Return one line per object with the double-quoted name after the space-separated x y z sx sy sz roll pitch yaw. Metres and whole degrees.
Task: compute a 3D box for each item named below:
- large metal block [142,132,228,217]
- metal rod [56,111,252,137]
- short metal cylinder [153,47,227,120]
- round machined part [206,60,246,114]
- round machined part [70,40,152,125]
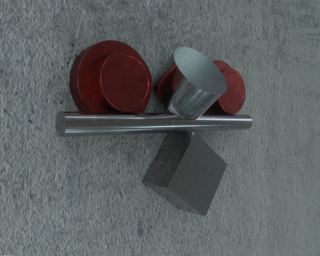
0.036 0.060 0.417 0.080 0.050 0.080 43 64 -32 "large metal block"
0.020 -0.007 0.395 0.302 0.025 0.025 -1 91 -40 "metal rod"
0.038 -0.057 0.397 0.080 0.050 0.080 22 43 -22 "short metal cylinder"
0.094 -0.054 0.473 0.099 0.042 0.097 0 90 -40 "round machined part"
-0.048 -0.051 0.354 0.099 0.042 0.097 0 90 -40 "round machined part"
